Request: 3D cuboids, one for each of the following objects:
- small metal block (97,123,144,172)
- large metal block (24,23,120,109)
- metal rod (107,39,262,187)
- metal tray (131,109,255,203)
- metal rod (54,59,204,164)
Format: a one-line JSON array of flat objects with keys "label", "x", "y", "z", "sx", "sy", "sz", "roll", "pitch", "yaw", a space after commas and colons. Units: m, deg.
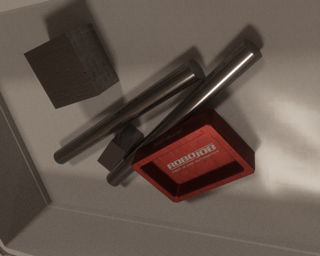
[{"label": "small metal block", "x": -0.056, "y": 0.027, "z": 0.437, "sx": 0.025, "sy": 0.050, "sz": 0.050, "roll": 40, "pitch": 129, "yaw": 1}, {"label": "large metal block", "x": -0.113, "y": -0.078, "z": 0.402, "sx": 0.080, "sy": 0.050, "sz": 0.080, "roll": -12, "pitch": 112, "yaw": 33}, {"label": "metal rod", "x": 0.009, "y": 0.001, "z": 0.403, "sx": 0.025, "sy": 0.025, "sz": 0.299, "roll": 44, "pitch": 129, "yaw": -3}, {"label": "metal tray", "x": 0.040, "y": 0.041, "z": 0.390, "sx": 0.130, "sy": 0.030, "sz": 0.090, "roll": -31, "pitch": 116, "yaw": 34}, {"label": "metal rod", "x": -0.064, "y": -0.008, "z": 0.435, "sx": 0.299, "sy": 0.025, "sz": 0.025, "roll": -29, "pitch": 103, "yaw": 37}]
